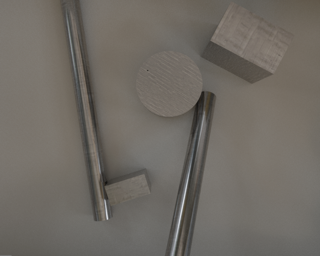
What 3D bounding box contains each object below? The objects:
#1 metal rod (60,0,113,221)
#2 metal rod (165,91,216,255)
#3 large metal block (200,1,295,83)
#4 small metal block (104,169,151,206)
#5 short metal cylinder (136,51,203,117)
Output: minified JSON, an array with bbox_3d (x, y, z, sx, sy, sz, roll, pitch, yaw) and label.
[{"bbox_3d":[-0.098,-0.028,0.410,0.025,0.025,0.298,-9,90,0],"label":"metal rod"},{"bbox_3d":[0.030,0.086,0.343,0.025,0.025,0.300,15,62,0],"label":"metal rod"},{"bbox_3d":[0.103,-0.101,0.385,0.080,0.080,0.050,28,90,-1],"label":"large metal block"},{"bbox_3d":[-0.039,0.075,0.398,0.050,0.050,0.025,-17,90,0],"label":"small metal block"},{"bbox_3d":[0.011,-0.054,0.399,0.081,0.050,0.079,0,90,-1],"label":"short metal cylinder"}]
